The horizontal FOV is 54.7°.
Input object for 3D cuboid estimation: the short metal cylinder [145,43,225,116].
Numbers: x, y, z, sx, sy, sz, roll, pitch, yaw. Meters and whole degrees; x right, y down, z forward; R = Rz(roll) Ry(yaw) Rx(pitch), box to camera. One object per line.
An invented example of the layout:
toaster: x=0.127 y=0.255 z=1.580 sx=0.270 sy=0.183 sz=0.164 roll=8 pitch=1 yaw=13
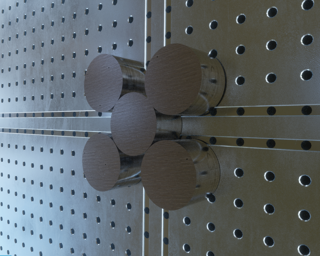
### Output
short metal cylinder: x=0.029 y=-0.054 z=0.365 sx=0.080 sy=0.050 sz=0.079 roll=0 pitch=90 yaw=39

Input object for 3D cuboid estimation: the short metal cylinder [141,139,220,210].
short metal cylinder: x=0.024 y=0.053 z=0.371 sx=0.080 sy=0.050 sz=0.079 roll=0 pitch=90 yaw=39

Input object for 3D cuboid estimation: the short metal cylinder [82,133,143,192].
short metal cylinder: x=-0.066 y=0.047 z=0.444 sx=0.080 sy=0.050 sz=0.079 roll=0 pitch=90 yaw=39

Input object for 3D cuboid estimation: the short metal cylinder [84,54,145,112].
short metal cylinder: x=-0.063 y=-0.061 z=0.442 sx=0.080 sy=0.050 sz=0.079 roll=0 pitch=90 yaw=39

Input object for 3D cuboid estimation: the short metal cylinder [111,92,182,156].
short metal cylinder: x=-0.019 y=-0.005 z=0.406 sx=0.080 sy=0.050 sz=0.079 roll=0 pitch=90 yaw=39
